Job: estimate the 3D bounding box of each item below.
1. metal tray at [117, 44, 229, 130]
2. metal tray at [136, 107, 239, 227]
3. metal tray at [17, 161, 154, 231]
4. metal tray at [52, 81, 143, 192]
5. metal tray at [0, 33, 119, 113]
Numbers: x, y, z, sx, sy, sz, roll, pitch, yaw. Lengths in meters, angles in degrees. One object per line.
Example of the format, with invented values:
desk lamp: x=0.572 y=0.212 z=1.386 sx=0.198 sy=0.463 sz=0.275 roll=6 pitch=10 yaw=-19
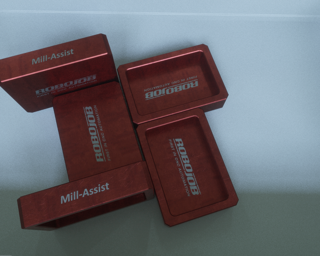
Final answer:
metal tray: x=0.016 y=-0.057 z=0.426 sx=0.131 sy=0.030 sz=0.090 roll=-16 pitch=71 yaw=-6
metal tray: x=0.031 y=0.047 z=0.388 sx=0.091 sy=0.030 sz=0.130 roll=-16 pitch=71 yaw=-6
metal tray: x=-0.073 y=0.078 z=0.343 sx=0.131 sy=0.090 sz=0.030 roll=-16 pitch=71 yaw=-6
metal tray: x=-0.079 y=0.011 z=0.399 sx=0.091 sy=0.030 sz=0.130 roll=-16 pitch=71 yaw=-6
metal tray: x=-0.122 y=-0.066 z=0.394 sx=0.131 sy=0.090 sz=0.030 roll=-17 pitch=71 yaw=-7
